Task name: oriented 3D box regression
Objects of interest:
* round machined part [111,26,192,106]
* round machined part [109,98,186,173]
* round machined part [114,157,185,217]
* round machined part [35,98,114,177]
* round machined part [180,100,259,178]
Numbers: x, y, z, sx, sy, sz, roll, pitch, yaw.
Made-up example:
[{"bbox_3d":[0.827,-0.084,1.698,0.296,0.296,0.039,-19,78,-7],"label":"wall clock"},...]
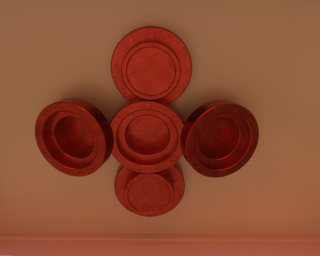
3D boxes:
[{"bbox_3d":[-0.010,-0.071,0.374,0.099,0.042,0.097,0,110,0],"label":"round machined part"},{"bbox_3d":[-0.016,0.006,0.402,0.099,0.042,0.097,0,110,0],"label":"round machined part"},{"bbox_3d":[-0.015,0.083,0.431,0.099,0.042,0.097,0,110,0],"label":"round machined part"},{"bbox_3d":[-0.104,0.009,0.394,0.098,0.042,0.097,6,111,16],"label":"round machined part"},{"bbox_3d":[0.072,0.011,0.396,0.099,0.042,0.097,-6,111,-16],"label":"round machined part"}]
